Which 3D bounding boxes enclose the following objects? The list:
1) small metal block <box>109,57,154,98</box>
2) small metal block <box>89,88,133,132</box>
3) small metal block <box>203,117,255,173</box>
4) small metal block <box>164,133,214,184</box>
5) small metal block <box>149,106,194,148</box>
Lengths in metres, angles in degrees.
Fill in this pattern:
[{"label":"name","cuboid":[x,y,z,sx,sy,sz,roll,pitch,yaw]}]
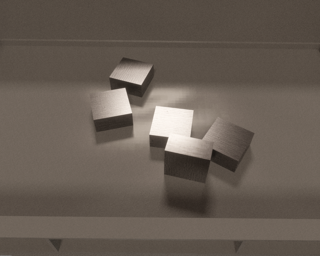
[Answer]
[{"label":"small metal block","cuboid":[-0.042,-0.078,0.470,0.050,0.025,0.050,15,52,12]},{"label":"small metal block","cuboid":[-0.067,-0.025,0.426,0.050,0.025,0.050,-11,51,-10]},{"label":"small metal block","cuboid":[0.083,0.020,0.389,0.050,0.025,0.050,26,55,20]},{"label":"small metal block","cuboid":[0.032,0.036,0.359,0.050,0.050,0.025,11,51,9]},{"label":"small metal block","cuboid":[0.016,0.000,0.405,0.050,0.025,0.050,7,50,5]}]
